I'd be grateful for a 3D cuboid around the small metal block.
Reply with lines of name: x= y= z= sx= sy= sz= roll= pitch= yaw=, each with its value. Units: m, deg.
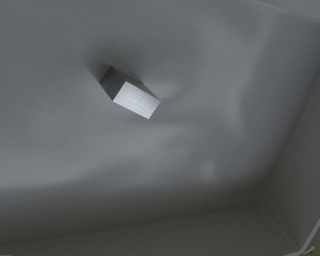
small metal block: x=-0.034 y=-0.041 z=0.350 sx=0.050 sy=0.050 sz=0.025 roll=26 pitch=104 yaw=-38
